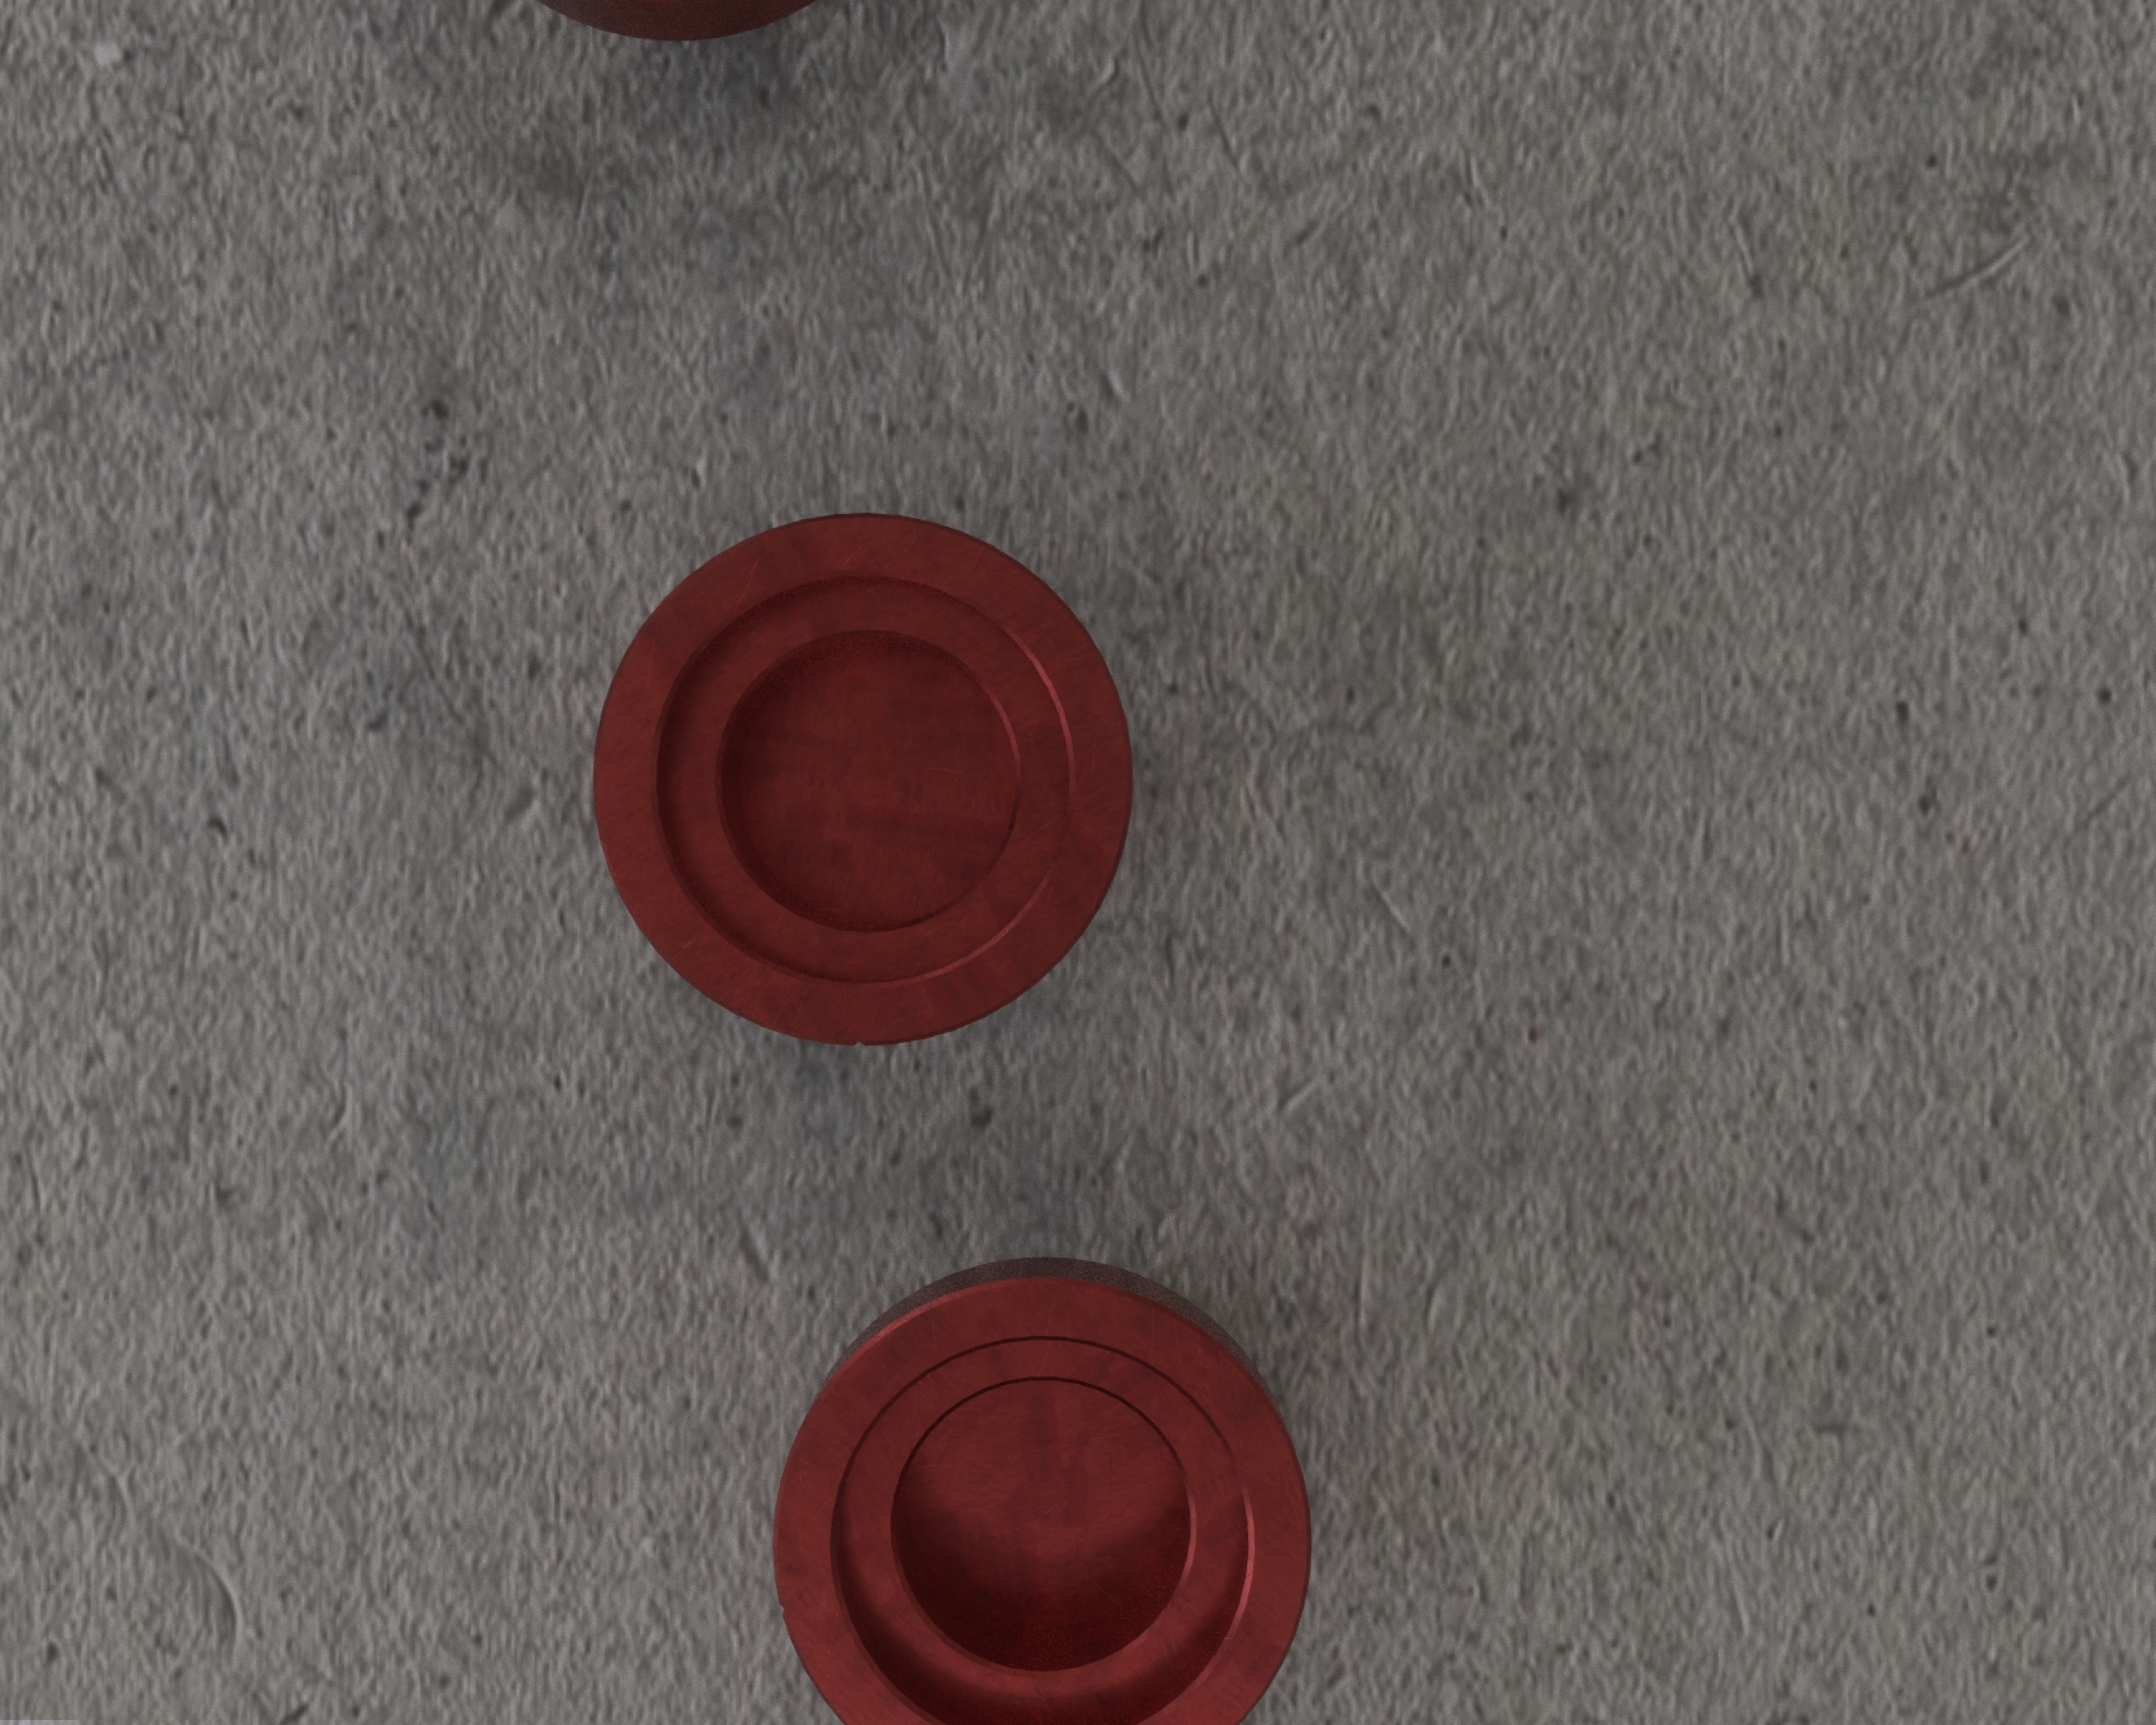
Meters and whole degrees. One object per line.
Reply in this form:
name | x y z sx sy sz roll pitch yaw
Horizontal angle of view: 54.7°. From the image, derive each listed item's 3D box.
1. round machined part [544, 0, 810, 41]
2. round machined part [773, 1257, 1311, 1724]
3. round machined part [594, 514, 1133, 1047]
round machined part | -0.077 -0.206 0.401 0.099 0.042 0.097 0 90 0
round machined part | -0.007 0.124 0.401 0.099 0.042 0.097 0 90 0
round machined part | -0.039 -0.015 0.401 0.099 0.042 0.097 0 90 0
